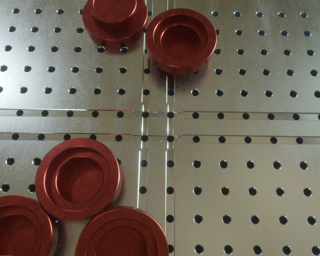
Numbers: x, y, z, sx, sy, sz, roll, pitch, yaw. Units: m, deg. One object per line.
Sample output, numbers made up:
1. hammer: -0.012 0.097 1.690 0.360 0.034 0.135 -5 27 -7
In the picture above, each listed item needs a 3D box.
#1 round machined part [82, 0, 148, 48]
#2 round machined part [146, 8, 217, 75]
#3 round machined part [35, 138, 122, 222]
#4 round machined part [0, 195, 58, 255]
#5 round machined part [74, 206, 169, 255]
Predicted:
1. round machined part: -0.068 -0.173 0.466 0.099 0.042 0.098 0 70 0
2. round machined part: 0.029 -0.119 0.447 0.099 0.042 0.098 0 70 0
3. round machined part: -0.095 0.064 0.377 0.098 0.042 0.098 -1 69 2
4. round machined part: -0.166 0.128 0.355 0.099 0.042 0.098 0 70 0
5. round machined part: -0.043 0.136 0.344 0.099 0.042 0.098 1 83 -11
